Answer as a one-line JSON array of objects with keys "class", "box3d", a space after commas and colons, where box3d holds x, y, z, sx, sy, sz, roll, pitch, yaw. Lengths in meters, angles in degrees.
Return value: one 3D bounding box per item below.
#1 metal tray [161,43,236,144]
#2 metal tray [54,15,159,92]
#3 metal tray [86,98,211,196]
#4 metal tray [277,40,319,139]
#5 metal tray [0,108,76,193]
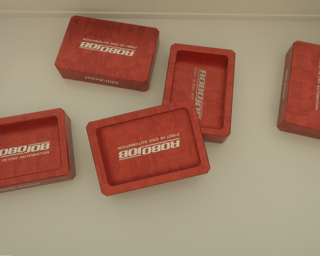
[{"class": "metal tray", "box3d": [0.052, -0.049, 0.425, 0.091, 0.030, 0.130, 8, 70, 2]}, {"class": "metal tray", "box3d": [-0.073, -0.108, 0.446, 0.131, 0.030, 0.090, 10, 70, 3]}, {"class": "metal tray", "box3d": [-0.014, 0.023, 0.375, 0.131, 0.030, 0.090, -13, 89, 2]}, {"class": "metal tray", "box3d": [0.218, -0.051, 0.427, 0.090, 0.030, 0.130, 13, 70, 4]}, {"class": "metal tray", "box3d": [-0.180, 0.031, 0.394, 0.131, 0.030, 0.090, -10, 70, -4]}]
